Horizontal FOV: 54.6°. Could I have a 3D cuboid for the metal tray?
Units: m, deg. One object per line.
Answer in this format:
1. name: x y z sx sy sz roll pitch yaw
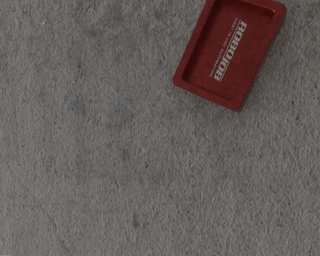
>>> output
1. metal tray: 0.082 -0.095 0.377 0.090 0.030 0.129 26 99 18
